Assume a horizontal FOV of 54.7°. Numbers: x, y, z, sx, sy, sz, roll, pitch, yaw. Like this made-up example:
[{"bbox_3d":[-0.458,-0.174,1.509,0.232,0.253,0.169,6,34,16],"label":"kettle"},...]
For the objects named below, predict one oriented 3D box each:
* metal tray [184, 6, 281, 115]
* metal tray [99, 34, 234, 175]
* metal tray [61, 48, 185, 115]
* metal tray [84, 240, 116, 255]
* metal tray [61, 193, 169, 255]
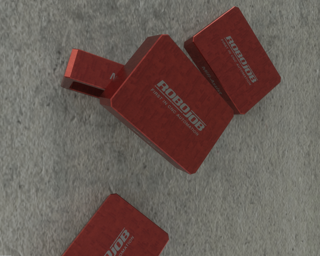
[{"bbox_3d":[0.107,-0.095,0.447,0.090,0.030,0.130,-40,103,-16],"label":"metal tray"},{"bbox_3d":[0.013,-0.022,0.330,0.130,0.030,0.090,43,76,-30],"label":"metal tray"},{"bbox_3d":[-0.043,-0.047,0.359,0.131,0.090,0.030,16,85,-20],"label":"metal tray"},{"bbox_3d":[-0.090,0.209,0.374,0.130,0.030,0.090,-44,104,-15],"label":"metal tray"},{"bbox_3d":[-0.062,0.154,0.359,0.090,0.030,0.130,39,64,-2],"label":"metal tray"}]
